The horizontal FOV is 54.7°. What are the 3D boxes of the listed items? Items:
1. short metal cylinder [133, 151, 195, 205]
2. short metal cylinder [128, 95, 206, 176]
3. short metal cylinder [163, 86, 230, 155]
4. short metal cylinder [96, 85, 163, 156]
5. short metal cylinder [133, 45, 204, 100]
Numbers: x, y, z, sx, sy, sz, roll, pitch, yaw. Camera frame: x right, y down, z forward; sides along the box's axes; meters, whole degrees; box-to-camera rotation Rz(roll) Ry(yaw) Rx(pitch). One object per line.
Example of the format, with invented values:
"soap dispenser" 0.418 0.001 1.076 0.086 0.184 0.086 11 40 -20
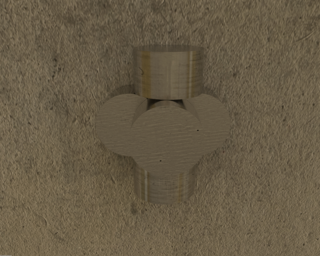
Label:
"short metal cylinder" 0.006 0.055 0.403 0.081 0.080 0.050 0 110 -1
"short metal cylinder" 0.007 0.006 0.346 0.081 0.050 0.079 0 110 -1
"short metal cylinder" 0.044 -0.011 0.394 0.081 0.050 0.079 0 110 -1
"short metal cylinder" -0.036 -0.011 0.393 0.081 0.050 0.079 0 110 -1
"short metal cylinder" 0.010 -0.067 0.358 0.081 0.080 0.050 0 110 -1
